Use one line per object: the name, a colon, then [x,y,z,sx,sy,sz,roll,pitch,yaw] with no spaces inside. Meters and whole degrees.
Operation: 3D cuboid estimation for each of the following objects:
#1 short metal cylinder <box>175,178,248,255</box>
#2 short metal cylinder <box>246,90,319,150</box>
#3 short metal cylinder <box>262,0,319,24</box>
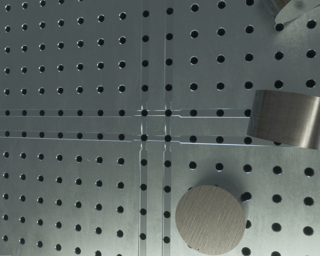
short metal cylinder: [0.064,0.105,0.376,0.080,0.050,0.079,0,90,19]
short metal cylinder: [0.139,-0.009,0.334,0.080,0.080,0.050,12,94,19]
short metal cylinder: [0.148,-0.158,0.331,0.080,0.080,0.050,-29,81,17]
